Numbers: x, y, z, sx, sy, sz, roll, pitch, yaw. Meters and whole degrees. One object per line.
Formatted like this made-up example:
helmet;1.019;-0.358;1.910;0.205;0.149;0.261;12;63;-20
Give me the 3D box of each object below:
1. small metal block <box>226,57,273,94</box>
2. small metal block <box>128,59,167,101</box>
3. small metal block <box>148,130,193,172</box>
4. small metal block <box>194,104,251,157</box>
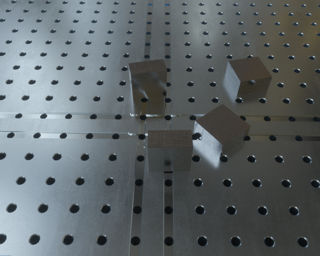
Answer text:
small metal block;0.136;-0.082;0.478;0.050;0.025;0.050;-10;51;-9
small metal block;-0.018;-0.070;0.450;0.050;0.050;0.025;-9;51;-8
small metal block;0.011;0.028;0.368;0.050;0.050;0.025;-1;50;-1
small metal block;0.081;0.002;0.407;0.050;0.025;0.050;-31;57;-24
